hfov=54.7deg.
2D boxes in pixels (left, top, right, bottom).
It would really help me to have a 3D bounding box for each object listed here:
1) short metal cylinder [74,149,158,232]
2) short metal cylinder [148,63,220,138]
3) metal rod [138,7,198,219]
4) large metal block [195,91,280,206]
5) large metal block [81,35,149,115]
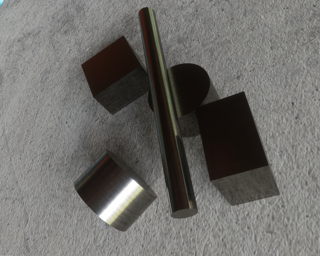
[{"bbox_3d":[-0.049,0.070,0.352,0.050,0.080,0.080,-47,51,-4],"label":"short metal cylinder"},{"bbox_3d":[0.032,-0.035,0.392,0.080,0.050,0.080,-13,56,21],"label":"short metal cylinder"},{"bbox_3d":[0.001,-0.044,0.365,0.025,0.025,0.299,-21,54,16],"label":"metal rod"},{"bbox_3d":[0.079,0.024,0.313,0.050,0.080,0.080,-19,54,17],"label":"large metal block"},{"bbox_3d":[-0.064,-0.080,0.470,0.080,0.050,0.080,-33,52,6],"label":"large metal block"}]
